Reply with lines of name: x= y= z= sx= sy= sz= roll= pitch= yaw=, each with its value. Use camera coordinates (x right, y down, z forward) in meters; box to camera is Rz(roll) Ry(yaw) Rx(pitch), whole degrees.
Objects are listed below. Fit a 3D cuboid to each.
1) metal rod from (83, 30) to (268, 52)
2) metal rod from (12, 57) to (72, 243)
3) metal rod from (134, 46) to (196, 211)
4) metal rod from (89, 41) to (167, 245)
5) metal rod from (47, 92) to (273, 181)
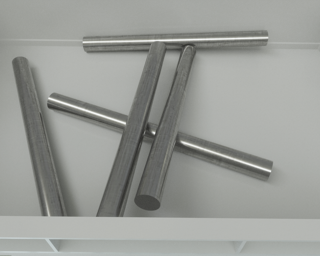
metal rod: x=0.024 y=-0.145 z=0.516 sx=0.302 sy=0.025 sz=0.025 roll=-1 pitch=50 yaw=2
metal rod: x=-0.160 y=0.004 z=0.399 sx=0.025 sy=0.025 sz=0.300 roll=-18 pitch=53 yaw=-15
metal rod: x=0.018 y=-0.027 z=0.400 sx=0.025 sy=0.025 sz=0.301 roll=9 pitch=42 yaw=7
metal rod: x=-0.027 y=-0.010 z=0.379 sx=0.025 sy=0.025 sz=0.300 roll=8 pitch=50 yaw=6
metal rod: x=-0.011 y=0.006 z=0.399 sx=0.301 sy=0.025 sz=0.025 roll=18 pitch=52 yaw=14
